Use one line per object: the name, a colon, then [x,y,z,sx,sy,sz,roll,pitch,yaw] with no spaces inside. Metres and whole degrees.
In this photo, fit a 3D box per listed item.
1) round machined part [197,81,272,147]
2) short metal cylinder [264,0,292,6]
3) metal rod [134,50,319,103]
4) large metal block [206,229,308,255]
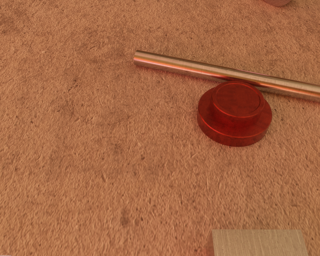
round machined part: [0.101,-0.026,0.415,0.099,0.042,0.098,0,50,0]
short metal cylinder: [0.245,-0.291,0.616,0.080,0.080,0.050,36,59,26]
metal rod: [0.106,-0.079,0.470,0.301,0.025,0.025,13,51,10]
large metal block: [0.087,0.138,0.272,0.081,0.050,0.080,0,50,0]
